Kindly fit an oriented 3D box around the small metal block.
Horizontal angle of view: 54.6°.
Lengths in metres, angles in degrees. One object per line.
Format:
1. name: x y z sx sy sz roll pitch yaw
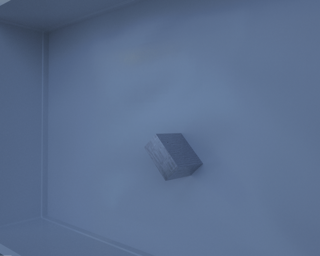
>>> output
1. small metal block: 0.017 0.034 0.378 0.025 0.050 0.050 -50 61 29
